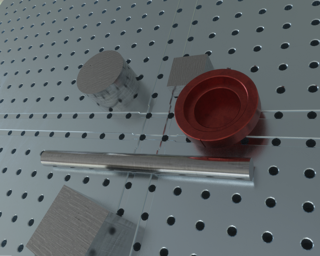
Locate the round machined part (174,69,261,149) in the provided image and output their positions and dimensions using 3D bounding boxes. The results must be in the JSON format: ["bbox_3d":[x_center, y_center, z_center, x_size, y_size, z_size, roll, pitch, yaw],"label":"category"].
[{"bbox_3d":[0.071,-0.019,0.371,0.098,0.042,0.098,-13,56,20],"label":"round machined part"}]

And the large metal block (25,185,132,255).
[{"bbox_3d":[-0.094,0.124,0.364,0.080,0.050,0.080,18,71,34],"label":"large metal block"}]

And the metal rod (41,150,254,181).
[{"bbox_3d":[-0.036,0.045,0.398,0.300,0.025,0.025,0,62,27],"label":"metal rod"}]

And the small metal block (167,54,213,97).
[{"bbox_3d":[0.042,-0.073,0.430,0.050,0.025,0.050,0,61,27],"label":"small metal block"}]

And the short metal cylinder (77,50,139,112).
[{"bbox_3d":[-0.079,-0.072,0.476,0.080,0.050,0.080,-13,56,20],"label":"short metal cylinder"}]
